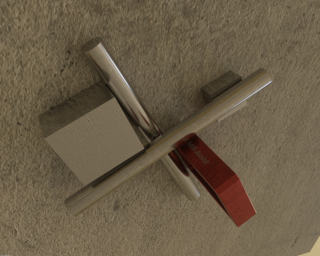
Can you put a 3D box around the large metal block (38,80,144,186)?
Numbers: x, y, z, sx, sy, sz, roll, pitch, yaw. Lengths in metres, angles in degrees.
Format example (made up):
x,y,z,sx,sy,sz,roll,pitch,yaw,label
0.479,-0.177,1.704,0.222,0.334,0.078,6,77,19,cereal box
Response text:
x,y,z,sx,sy,sz,roll,pitch,yaw,label
-0.076,0.005,0.353,0.080,0.050,0.080,-32,129,-8,large metal block

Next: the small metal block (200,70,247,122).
x,y,z,sx,sy,sz,roll,pitch,yaw,label
0.090,-0.044,0.432,0.050,0.025,0.050,-31,129,-9,small metal block

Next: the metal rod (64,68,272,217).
x,y,z,sx,sy,sz,roll,pitch,yaw,label
0.015,0.014,0.394,0.301,0.025,0.025,-34,129,-6,metal rod

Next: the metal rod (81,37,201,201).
x,y,z,sx,sy,sz,roll,pitch,yaw,label
-0.008,0.011,0.413,0.025,0.025,0.299,-36,130,-4,metal rod

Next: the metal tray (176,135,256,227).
x,y,z,sx,sy,sz,roll,pitch,yaw,label
0.066,0.059,0.414,0.030,0.130,0.090,-36,129,-4,metal tray
